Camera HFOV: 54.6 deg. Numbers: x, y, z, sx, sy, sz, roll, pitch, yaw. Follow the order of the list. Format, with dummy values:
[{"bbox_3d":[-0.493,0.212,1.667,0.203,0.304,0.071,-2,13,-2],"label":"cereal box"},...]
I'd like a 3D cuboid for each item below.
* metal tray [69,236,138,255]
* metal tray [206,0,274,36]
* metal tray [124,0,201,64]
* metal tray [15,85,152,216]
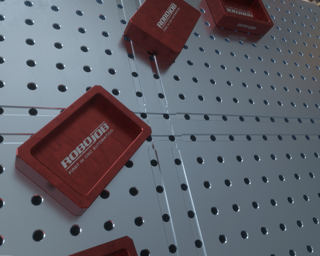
[{"bbox_3d":[-0.068,0.153,0.255,0.131,0.030,0.090,-2,62,-45],"label":"metal tray"},{"bbox_3d":[0.164,-0.243,0.639,0.131,0.030,0.090,0,62,-28],"label":"metal tray"},{"bbox_3d":[0.008,-0.175,0.515,0.090,0.030,0.130,32,52,-8],"label":"metal tray"},{"bbox_3d":[-0.080,0.019,0.349,0.090,0.030,0.131,40,51,-1],"label":"metal tray"}]
